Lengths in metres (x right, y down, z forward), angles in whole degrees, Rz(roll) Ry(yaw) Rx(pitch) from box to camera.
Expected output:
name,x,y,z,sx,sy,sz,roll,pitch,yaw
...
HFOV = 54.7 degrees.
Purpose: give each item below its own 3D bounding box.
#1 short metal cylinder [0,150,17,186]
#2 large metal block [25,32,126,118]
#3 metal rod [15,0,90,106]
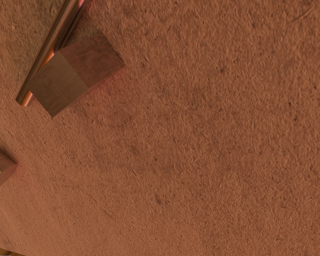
name,x,y,z,sx,sy,sz,roll,pitch,yaw
short metal cylinder,-0.325,0.083,0.594,0.050,0.080,0.080,42,129,-1
large metal block,-0.103,-0.066,0.385,0.080,0.080,0.050,-29,103,37
metal rod,-0.130,-0.122,0.399,0.025,0.025,0.299,45,129,-4
